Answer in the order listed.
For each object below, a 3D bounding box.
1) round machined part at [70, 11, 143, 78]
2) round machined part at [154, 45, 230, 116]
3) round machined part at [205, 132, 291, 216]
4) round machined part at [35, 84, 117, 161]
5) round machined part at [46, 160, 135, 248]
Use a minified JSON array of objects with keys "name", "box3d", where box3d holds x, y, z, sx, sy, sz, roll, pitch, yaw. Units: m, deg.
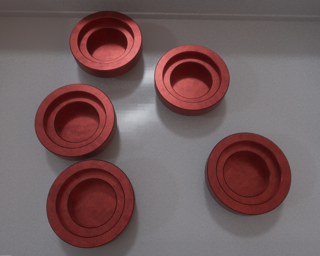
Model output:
[{"name":"round machined part","box3d":[-0.074,-0.114,0.441,0.099,0.042,0.098,0,70,-1]},{"name":"round machined part","box3d":[0.042,-0.061,0.423,0.099,0.042,0.098,0,70,-1]},{"name":"round machined part","box3d":[0.104,0.058,0.381,0.099,0.042,0.098,0,70,-1]},{"name":"round machined part","box3d":[-0.105,-0.004,0.401,0.099,0.042,0.098,0,70,-1]},{"name":"round machined part","box3d":[-0.078,0.090,0.367,0.099,0.042,0.098,0,70,-1]}]
